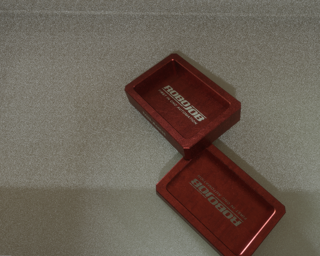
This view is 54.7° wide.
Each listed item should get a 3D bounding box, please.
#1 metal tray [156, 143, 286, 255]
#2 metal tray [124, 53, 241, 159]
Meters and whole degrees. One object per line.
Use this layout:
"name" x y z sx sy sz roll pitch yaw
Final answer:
"metal tray" 0.070 0.087 0.375 0.130 0.030 0.090 42 75 13
"metal tray" 0.027 -0.033 0.401 0.090 0.030 0.130 -37 59 -13
